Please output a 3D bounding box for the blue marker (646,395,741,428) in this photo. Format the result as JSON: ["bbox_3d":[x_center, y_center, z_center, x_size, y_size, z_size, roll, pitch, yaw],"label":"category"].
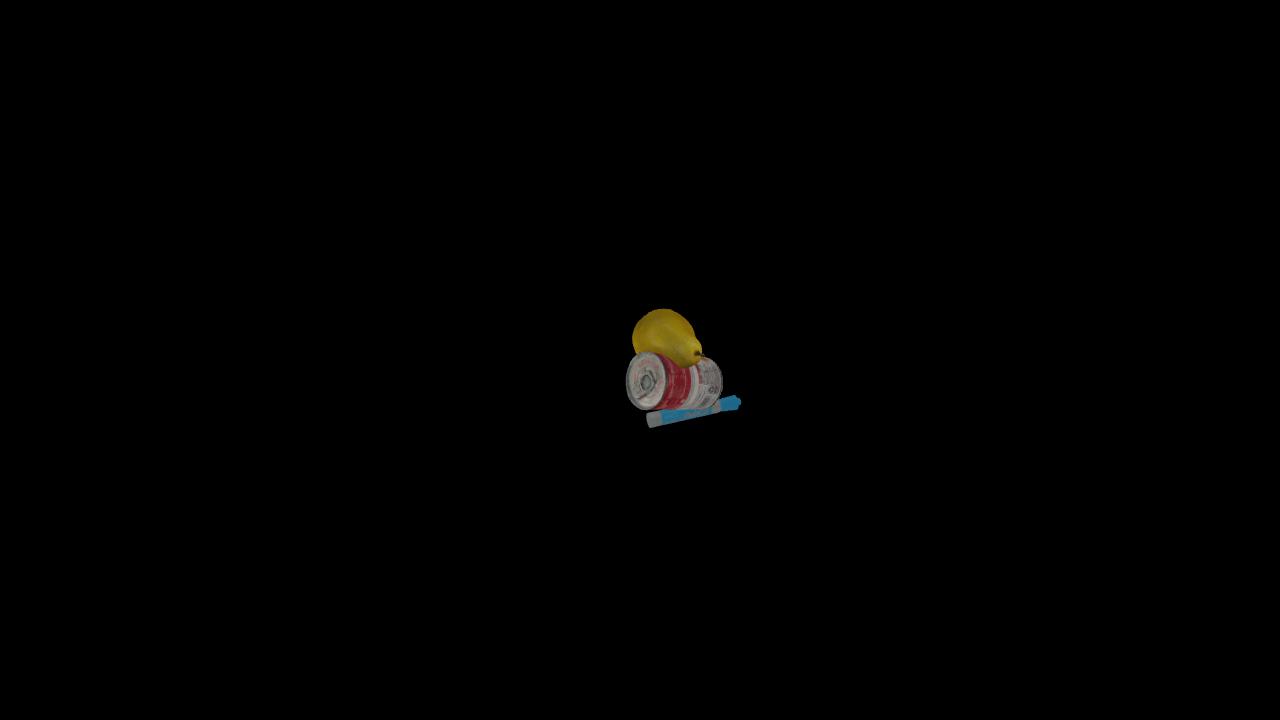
[{"bbox_3d":[0.068,0.063,0.758,0.121,0.020,0.020,-11,3,-14],"label":"blue marker"}]

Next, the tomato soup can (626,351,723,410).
[{"bbox_3d":[0.042,0.026,0.730,0.101,0.068,0.068,3,-2,-42],"label":"tomato soup can"}]

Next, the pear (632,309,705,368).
[{"bbox_3d":[0.045,-0.014,0.714,0.080,0.080,0.111,0,20,-43],"label":"pear"}]
